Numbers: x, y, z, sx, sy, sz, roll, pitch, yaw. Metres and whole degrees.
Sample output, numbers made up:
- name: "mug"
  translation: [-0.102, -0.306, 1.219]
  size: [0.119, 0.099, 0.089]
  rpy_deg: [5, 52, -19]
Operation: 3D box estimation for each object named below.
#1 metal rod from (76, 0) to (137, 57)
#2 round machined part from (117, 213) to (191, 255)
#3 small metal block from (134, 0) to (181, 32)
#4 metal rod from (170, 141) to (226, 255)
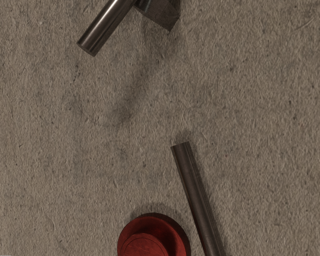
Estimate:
- name: "metal rod"
  translation: [0.001, -0.211, 0.367]
  size: [0.025, 0.025, 0.300]
  rpy_deg: [34, 85, 16]
- name: "round machined part"
  translation: [-0.012, 0.164, 0.403]
  size: [0.098, 0.042, 0.097]
  rpy_deg: [0, 90, 19]
- name: "small metal block"
  translation: [-0.007, -0.154, 0.397]
  size: [0.050, 0.050, 0.025]
  rpy_deg: [37, 102, 16]
- name: "metal rod"
  translation: [0.070, 0.162, 0.383]
  size: [0.025, 0.025, 0.299]
  rpy_deg: [-20, 84, 18]
